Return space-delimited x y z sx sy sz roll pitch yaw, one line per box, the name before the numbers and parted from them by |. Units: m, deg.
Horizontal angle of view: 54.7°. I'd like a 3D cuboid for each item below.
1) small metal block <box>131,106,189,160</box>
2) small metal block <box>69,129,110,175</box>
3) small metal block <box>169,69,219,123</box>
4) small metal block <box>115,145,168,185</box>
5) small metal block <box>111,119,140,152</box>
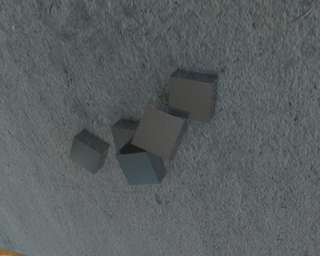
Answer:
small metal block | 0.000 0.006 0.377 0.050 0.025 0.050 22 89 18
small metal block | -0.112 0.038 0.489 0.050 0.025 0.050 31 128 8
small metal block | 0.039 -0.038 0.363 0.050 0.025 0.050 13 124 20
small metal block | -0.025 0.049 0.418 0.050 0.025 0.050 -9 115 31
small metal block | -0.037 0.017 0.437 0.050 0.025 0.050 7 122 24
